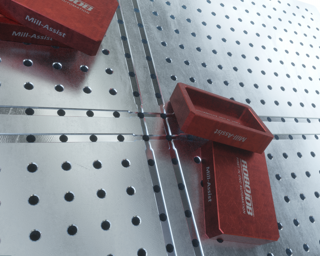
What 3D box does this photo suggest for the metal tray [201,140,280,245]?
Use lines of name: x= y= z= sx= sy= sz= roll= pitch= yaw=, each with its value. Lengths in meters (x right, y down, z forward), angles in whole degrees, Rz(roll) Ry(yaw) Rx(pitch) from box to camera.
metal tray: x=0.104 y=0.082 z=0.413 sx=0.091 sy=0.030 sz=0.130 roll=14 pitch=56 yaw=-21

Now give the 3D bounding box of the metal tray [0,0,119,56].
metal tray: x=-0.127 y=-0.156 z=0.393 sx=0.131 sy=0.030 sz=0.090 roll=23 pitch=53 yaw=-15

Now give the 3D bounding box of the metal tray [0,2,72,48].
metal tray: x=-0.170 y=-0.155 z=0.408 sx=0.131 sy=0.030 sz=0.090 roll=0 pitch=62 yaw=-29

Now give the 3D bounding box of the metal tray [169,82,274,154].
metal tray: x=0.085 y=-0.015 z=0.438 sx=0.131 sy=0.030 sz=0.090 roll=15 pitch=30 yaw=-20
